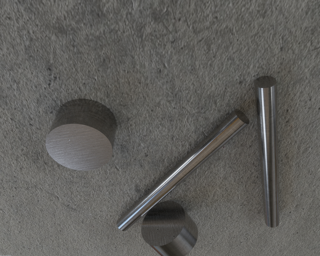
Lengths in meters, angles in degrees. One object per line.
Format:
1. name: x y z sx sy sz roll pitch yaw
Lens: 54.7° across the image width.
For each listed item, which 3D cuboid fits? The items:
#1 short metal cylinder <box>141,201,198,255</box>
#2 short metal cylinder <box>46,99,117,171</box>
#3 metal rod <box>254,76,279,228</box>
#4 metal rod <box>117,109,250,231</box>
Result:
1. short metal cylinder: 0.016 0.170 0.516 0.080 0.080 0.050 -22 127 17
2. short metal cylinder: -0.099 0.009 0.398 0.081 0.050 0.079 0 130 0
3. metal rod: 0.161 0.056 0.456 0.025 0.025 0.299 -12 130 9
4. metal rod: 0.019 0.079 0.474 0.025 0.025 0.299 28 125 -22
